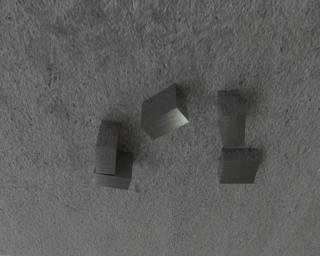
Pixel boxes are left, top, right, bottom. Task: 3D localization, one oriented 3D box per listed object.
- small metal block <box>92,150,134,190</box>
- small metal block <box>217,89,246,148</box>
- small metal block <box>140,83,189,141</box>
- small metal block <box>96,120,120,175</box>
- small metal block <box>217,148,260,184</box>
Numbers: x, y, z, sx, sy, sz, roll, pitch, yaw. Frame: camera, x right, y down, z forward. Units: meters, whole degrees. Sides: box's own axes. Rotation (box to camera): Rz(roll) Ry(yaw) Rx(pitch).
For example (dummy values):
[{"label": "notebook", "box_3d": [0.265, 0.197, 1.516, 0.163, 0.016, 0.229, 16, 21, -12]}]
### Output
[{"label": "small metal block", "box_3d": [-0.066, 0.057, 0.438, 0.050, 0.050, 0.025, 11, 129, -9]}, {"label": "small metal block", "box_3d": [0.087, -0.012, 0.381, 0.025, 0.050, 0.050, -6, 130, 5]}, {"label": "small metal block", "box_3d": [0.005, -0.020, 0.374, 0.050, 0.050, 0.025, -28, 125, 22]}, {"label": "small metal block", "box_3d": [-0.069, 0.026, 0.412, 0.025, 0.050, 0.050, 6, 130, -5]}, {"label": "small metal block", "box_3d": [0.114, 0.056, 0.456, 0.050, 0.025, 0.050, 0, 130, -1]}]
